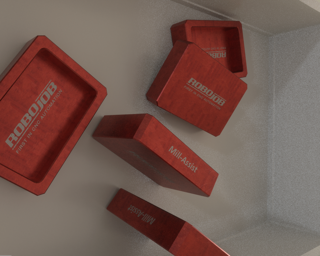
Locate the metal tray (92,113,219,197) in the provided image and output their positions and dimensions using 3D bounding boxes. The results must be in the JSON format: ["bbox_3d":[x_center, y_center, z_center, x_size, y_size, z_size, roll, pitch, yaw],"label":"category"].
[{"bbox_3d":[-0.004,0.033,0.362,0.130,0.090,0.030,41,65,-33],"label":"metal tray"}]

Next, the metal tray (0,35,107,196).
[{"bbox_3d":[-0.121,-0.012,0.302,0.090,0.030,0.130,42,65,-32],"label":"metal tray"}]

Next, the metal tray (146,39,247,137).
[{"bbox_3d":[0.055,-0.051,0.431,0.131,0.030,0.090,26,97,-38],"label":"metal tray"}]

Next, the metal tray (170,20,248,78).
[{"bbox_3d":[0.079,-0.115,0.471,0.131,0.030,0.089,-15,100,-39],"label":"metal tray"}]

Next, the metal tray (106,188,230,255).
[{"bbox_3d":[0.007,0.117,0.345,0.090,0.130,0.030,45,70,-31],"label":"metal tray"}]
